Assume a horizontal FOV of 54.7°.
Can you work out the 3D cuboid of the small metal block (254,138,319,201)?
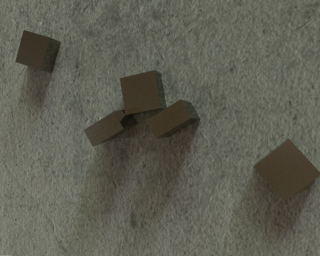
[{"bbox_3d":[0.146,0.047,0.358,0.050,0.025,0.050,-42,77,15],"label":"small metal block"}]

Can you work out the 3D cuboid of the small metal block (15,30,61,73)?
[{"bbox_3d":[-0.186,-0.116,0.473,0.050,0.025,0.050,20,96,18],"label":"small metal block"}]

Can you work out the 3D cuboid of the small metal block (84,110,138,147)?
[{"bbox_3d":[-0.065,-0.001,0.416,0.050,0.050,0.025,-29,89,18],"label":"small metal block"}]

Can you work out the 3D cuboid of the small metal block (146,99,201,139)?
[{"bbox_3d":[0.018,-0.011,0.389,0.050,0.050,0.025,-31,80,17],"label":"small metal block"}]

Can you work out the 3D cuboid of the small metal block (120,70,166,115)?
[{"bbox_3d":[-0.022,-0.046,0.416,0.050,0.025,0.050,-10,87,19],"label":"small metal block"}]
